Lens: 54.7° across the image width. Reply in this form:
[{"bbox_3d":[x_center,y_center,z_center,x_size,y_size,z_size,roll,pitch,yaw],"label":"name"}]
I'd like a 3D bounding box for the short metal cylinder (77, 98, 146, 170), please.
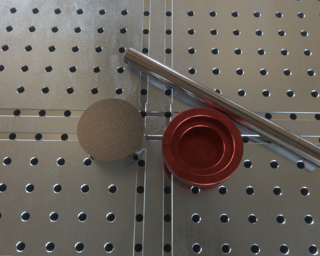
[{"bbox_3d":[-0.059,0.009,0.395,0.081,0.050,0.080,0,70,-1],"label":"short metal cylinder"}]

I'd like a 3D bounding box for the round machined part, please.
[{"bbox_3d":[0.052,0.027,0.394,0.099,0.042,0.098,0,70,-1],"label":"round machined part"}]

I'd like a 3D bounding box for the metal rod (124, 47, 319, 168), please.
[{"bbox_3d":[0.083,-0.032,0.424,0.301,0.025,0.025,30,73,10],"label":"metal rod"}]
